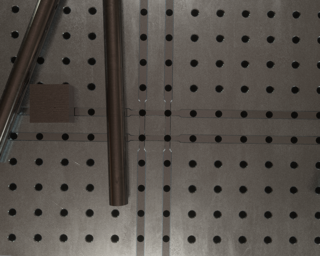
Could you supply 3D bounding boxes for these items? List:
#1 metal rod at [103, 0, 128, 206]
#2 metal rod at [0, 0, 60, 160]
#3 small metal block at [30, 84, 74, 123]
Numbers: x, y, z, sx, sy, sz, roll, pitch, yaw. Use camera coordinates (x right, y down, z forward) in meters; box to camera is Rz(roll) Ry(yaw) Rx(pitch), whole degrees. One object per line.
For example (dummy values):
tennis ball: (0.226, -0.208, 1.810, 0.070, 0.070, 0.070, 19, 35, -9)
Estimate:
metal rod: (-0.060, -0.048, 0.412, 0.025, 0.025, 0.298, -2, 90, -1)
metal rod: (-0.175, -0.095, 0.410, 0.025, 0.025, 0.299, 20, 90, -1)
small metal block: (-0.143, -0.032, 0.412, 0.050, 0.025, 0.050, 0, 90, -1)
